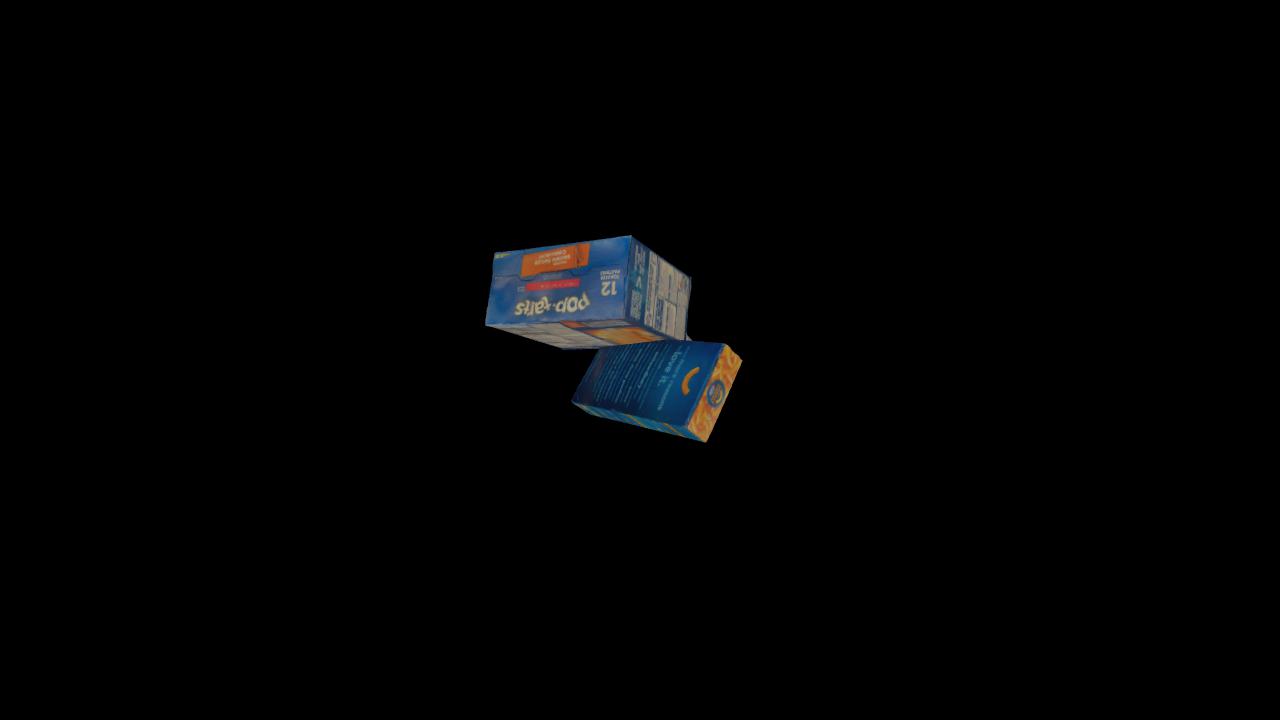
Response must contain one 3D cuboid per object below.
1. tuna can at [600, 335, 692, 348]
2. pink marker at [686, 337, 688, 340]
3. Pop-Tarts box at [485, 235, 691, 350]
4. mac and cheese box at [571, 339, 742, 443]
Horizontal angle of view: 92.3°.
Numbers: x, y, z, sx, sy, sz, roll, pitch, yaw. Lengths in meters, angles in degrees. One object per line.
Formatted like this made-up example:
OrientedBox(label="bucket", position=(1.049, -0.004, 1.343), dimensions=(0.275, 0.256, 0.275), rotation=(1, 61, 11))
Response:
OrientedBox(label="tuna can", position=(0.032, 0.005, 0.727), dimensions=(0.084, 0.034, 0.084), rotation=(-42, -5, -4))
OrientedBox(label="pink marker", position=(0.052, 0.018, 0.678), dimensions=(0.020, 0.121, 0.020), rotation=(-5, -35, -4))
OrientedBox(label="Pop-Tarts box", position=(-0.050, -0.064, 0.653), dimensions=(0.167, 0.083, 0.141), rotation=(-2, -10, 29))
OrientedBox(label="mac and cheese box", position=(0.011, 0.024, 0.641), dimensions=(0.184, 0.093, 0.041), rotation=(8, -26, 50))
